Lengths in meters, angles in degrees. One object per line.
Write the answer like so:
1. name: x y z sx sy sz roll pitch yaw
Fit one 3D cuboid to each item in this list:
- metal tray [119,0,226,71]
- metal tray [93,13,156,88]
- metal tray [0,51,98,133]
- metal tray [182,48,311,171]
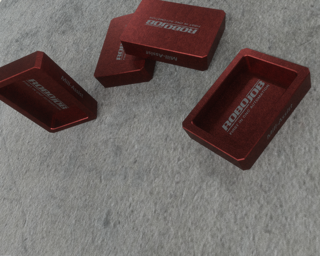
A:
1. metal tray: 0.019 -0.138 0.449 0.130 0.030 0.090 17 65 18
2. metal tray: -0.049 -0.131 0.505 0.090 0.030 0.130 -4 60 25
3. metal tray: -0.164 -0.045 0.448 0.090 0.130 0.030 -17 55 18
4. metal tray: 0.100 -0.027 0.363 0.090 0.030 0.130 33 80 38
